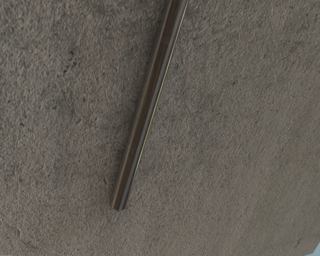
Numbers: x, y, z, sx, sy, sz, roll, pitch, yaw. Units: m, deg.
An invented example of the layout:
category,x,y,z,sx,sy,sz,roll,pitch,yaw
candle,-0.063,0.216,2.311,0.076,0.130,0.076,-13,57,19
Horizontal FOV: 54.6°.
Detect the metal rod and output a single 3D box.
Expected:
category,x,y,z,sx,sy,sz,roll,pitch,yaw
metal rod,-0.018,-0.022,0.382,0.025,0.025,0.298,4,117,-30
